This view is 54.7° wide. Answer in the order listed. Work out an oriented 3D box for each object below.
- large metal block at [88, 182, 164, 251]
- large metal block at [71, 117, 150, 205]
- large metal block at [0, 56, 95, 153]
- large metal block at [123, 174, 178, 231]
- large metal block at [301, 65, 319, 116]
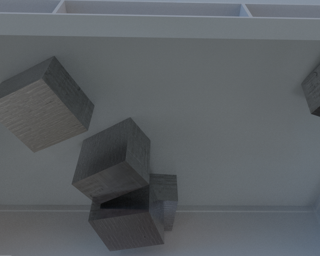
[{"bbox_3d":[-0.043,0.124,0.433,0.080,0.050,0.080,-11,129,9],"label":"large metal block"},{"bbox_3d":[-0.061,0.043,0.409,0.080,0.080,0.050,-25,126,19],"label":"large metal block"},{"bbox_3d":[-0.138,-0.026,0.369,0.080,0.050,0.080,-21,127,16],"label":"large metal block"},{"bbox_3d":[-0.017,0.118,0.493,0.081,0.050,0.079,4,130,-4],"label":"large metal block"},{"bbox_3d":[0.224,-0.048,0.346,0.081,0.050,0.080,15,140,-13],"label":"large metal block"}]
